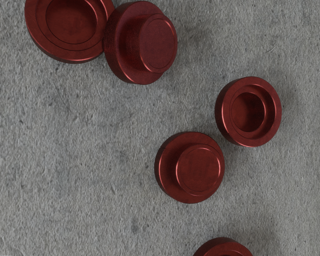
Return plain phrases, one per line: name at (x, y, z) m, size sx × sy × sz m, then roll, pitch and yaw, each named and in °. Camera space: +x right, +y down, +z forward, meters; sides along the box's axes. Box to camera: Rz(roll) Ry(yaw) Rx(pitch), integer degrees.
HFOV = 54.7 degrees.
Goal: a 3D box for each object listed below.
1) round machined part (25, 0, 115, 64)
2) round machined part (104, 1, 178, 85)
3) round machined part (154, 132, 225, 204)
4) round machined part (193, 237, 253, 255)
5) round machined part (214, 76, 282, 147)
round machined part at (-0.103, -0.123, 0.362) m, size 0.099 × 0.042 × 0.097 m, roll 0°, pitch 90°, yaw -20°
round machined part at (-0.016, -0.100, 0.371) m, size 0.099 × 0.042 × 0.097 m, roll -17°, pitch 112°, yaw -47°
round machined part at (0.045, 0.053, 0.417) m, size 0.099 × 0.042 × 0.097 m, roll 0°, pitch 90°, yaw -20°
round machined part at (0.081, 0.200, 0.430) m, size 0.099 × 0.042 × 0.097 m, roll 0°, pitch 90°, yaw -20°
round machined part at (0.121, -0.022, 0.444) m, size 0.099 × 0.042 × 0.097 m, roll 0°, pitch 90°, yaw -20°
